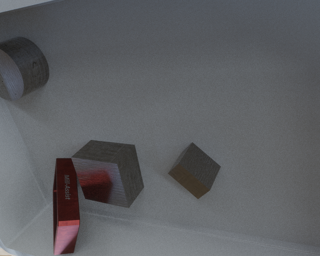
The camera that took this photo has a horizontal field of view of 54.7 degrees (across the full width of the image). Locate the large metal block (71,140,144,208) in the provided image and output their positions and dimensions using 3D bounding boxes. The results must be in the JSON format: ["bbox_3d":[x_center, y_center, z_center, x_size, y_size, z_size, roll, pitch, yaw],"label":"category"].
[{"bbox_3d":[-0.078,0.069,0.474,0.080,0.050,0.079,5,121,25],"label":"large metal block"}]

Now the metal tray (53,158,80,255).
[{"bbox_3d":[-0.155,0.124,0.504,0.030,0.130,0.089,3,131,-22],"label":"metal tray"}]

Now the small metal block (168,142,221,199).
[{"bbox_3d":[0.046,0.054,0.401,0.050,0.050,0.025,41,129,0],"label":"small metal block"}]

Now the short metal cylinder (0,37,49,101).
[{"bbox_3d":[-0.210,-0.086,0.448,0.080,0.050,0.079,13,124,20],"label":"short metal cylinder"}]
